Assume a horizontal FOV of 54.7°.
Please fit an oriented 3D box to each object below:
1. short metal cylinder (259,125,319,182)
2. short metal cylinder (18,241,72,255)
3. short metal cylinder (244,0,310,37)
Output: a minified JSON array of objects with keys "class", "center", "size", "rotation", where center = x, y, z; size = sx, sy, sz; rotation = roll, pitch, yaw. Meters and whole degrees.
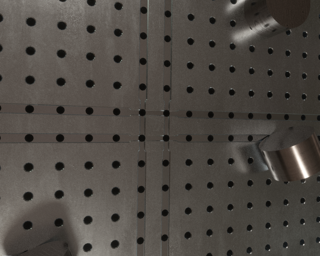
[{"class":"short metal cylinder","center":[0.195,0.036,0.457],"size":[0.080,0.080,0.050],"rotation":[-29,100,-18]},{"class":"short metal cylinder","center":[-0.131,0.168,0.336],"size":[0.081,0.080,0.050],"rotation":[-20,97,-19]},{"class":"short metal cylinder","center":[0.176,-0.183,0.466],"size":[0.081,0.050,0.079],"rotation":[0,90,-21]}]
